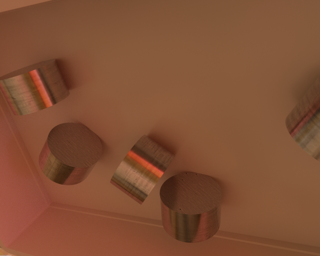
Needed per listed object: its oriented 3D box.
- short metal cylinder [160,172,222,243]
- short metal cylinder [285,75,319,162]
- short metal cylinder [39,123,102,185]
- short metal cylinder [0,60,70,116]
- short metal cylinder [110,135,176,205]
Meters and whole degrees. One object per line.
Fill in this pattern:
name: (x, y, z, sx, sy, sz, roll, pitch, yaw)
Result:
short metal cylinder: (0.041, 0.104, 0.415, 0.080, 0.080, 0.050, 10, 123, 22)
short metal cylinder: (0.165, -0.006, 0.282, 0.080, 0.080, 0.050, 31, 128, 8)
short metal cylinder: (-0.134, 0.039, 0.465, 0.080, 0.080, 0.050, 39, 129, 1)
short metal cylinder: (-0.173, -0.057, 0.426, 0.080, 0.080, 0.050, -4, 117, 29)
short metal cylinder: (-0.022, 0.056, 0.418, 0.050, 0.080, 0.079, 35, 129, 5)
